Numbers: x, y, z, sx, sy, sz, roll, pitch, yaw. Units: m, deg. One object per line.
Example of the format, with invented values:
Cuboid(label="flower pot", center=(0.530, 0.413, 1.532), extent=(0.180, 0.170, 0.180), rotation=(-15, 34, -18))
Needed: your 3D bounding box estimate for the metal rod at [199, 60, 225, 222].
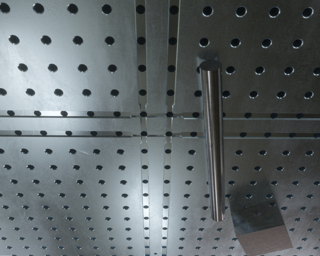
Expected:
Cuboid(label="metal rod", center=(0.079, 0.041, 0.447), extent=(0.025, 0.025, 0.298), rotation=(-7, 130, 5))

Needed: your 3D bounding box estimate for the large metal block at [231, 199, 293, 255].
Cuboid(label="large metal block", center=(0.180, 0.180, 0.550), extent=(0.080, 0.050, 0.080), rotation=(-20, 128, 16))
